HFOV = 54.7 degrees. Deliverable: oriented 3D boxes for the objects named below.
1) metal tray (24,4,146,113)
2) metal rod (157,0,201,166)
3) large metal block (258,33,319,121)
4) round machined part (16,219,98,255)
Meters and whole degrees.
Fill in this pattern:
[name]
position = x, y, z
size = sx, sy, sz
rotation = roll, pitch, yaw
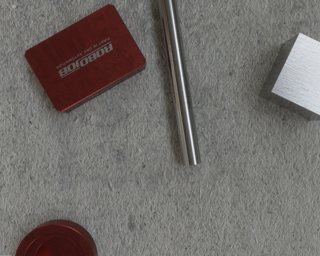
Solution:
[metal tray]
position = -0.095, -0.089, 0.406
size = 0.130, 0.030, 0.090
rotation = -30, 90, -1
[metal rod]
position = 0.020, -0.100, 0.410
size = 0.025, 0.025, 0.298
rotation = -9, 90, 0
[large metal block]
position = 0.188, -0.063, 0.400
size = 0.080, 0.050, 0.080
rotation = 26, 90, -1
[round machined part]
position = -0.129, 0.166, 0.400
size = 0.099, 0.042, 0.097
rotation = 0, 90, -1
